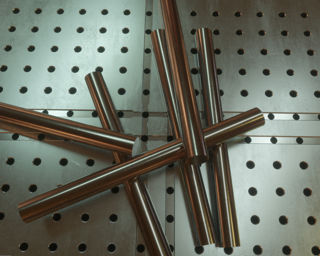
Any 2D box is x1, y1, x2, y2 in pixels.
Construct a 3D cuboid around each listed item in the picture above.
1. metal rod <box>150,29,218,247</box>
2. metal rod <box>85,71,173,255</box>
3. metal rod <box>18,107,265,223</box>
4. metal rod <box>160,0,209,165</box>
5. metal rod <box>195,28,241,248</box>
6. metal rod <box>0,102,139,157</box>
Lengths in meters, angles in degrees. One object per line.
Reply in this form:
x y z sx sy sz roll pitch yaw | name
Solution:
0.027 -0.002 0.412 0.025 0.025 0.299 -11 70 -4 | metal rod
-0.037 0.058 0.390 0.025 0.025 0.299 -21 71 -7 | metal rod
-0.014 0.040 0.369 0.302 0.025 0.025 -22 72 -8 | metal rod
0.025 -0.092 0.415 0.025 0.025 0.299 -6 59 -2 | metal rod
0.073 -0.002 0.412 0.025 0.025 0.299 -3 70 -1 | metal rod
-0.173 -0.012 0.400 0.301 0.025 0.025 14 71 11 | metal rod
